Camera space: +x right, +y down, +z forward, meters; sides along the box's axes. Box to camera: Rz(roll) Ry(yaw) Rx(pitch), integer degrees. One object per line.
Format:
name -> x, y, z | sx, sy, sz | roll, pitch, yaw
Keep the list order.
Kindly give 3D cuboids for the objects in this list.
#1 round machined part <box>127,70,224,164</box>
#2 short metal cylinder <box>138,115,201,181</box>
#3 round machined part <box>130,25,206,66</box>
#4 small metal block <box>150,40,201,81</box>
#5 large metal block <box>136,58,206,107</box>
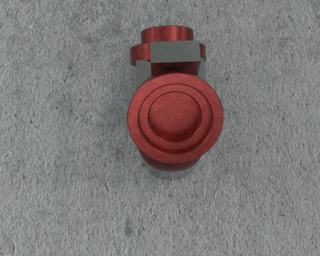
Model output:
round machined part -> 0.016, -0.014, 0.336 | 0.099, 0.042, 0.097 | -1, 109, -1
short metal cylinder -> 0.013, 0.022, 0.389 | 0.081, 0.050, 0.080 | 0, 70, 0
round machined part -> 0.010, -0.105, 0.405 | 0.099, 0.098, 0.042 | -2, 95, -1
small metal block -> 0.015, -0.069, 0.336 | 0.050, 0.050, 0.025 | -3, 70, -1
large metal block -> 0.013, -0.045, 0.396 | 0.081, 0.080, 0.050 | -2, 70, -1
